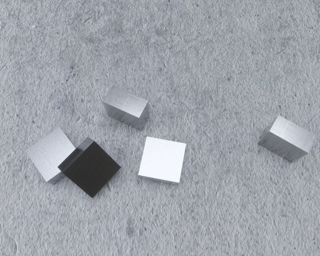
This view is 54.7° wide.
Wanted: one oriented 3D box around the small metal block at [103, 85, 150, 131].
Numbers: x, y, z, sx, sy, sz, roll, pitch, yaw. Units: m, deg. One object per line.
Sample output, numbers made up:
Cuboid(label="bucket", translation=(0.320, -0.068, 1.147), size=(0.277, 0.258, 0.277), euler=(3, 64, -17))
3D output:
Cuboid(label="small metal block", translation=(-0.042, -0.025, 0.403), size=(0.050, 0.050, 0.025), euler=(24, 72, 8))

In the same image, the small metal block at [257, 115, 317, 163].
Cuboid(label="small metal block", translation=(0.158, 0.015, 0.390), size=(0.050, 0.050, 0.025), euler=(31, 73, 10))

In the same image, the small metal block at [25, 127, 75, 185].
Cuboid(label="small metal block", translation=(-0.132, 0.036, 0.394), size=(0.050, 0.025, 0.050), euler=(-37, 74, -13))

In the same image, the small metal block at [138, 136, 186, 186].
Cuboid(label="small metal block", translation=(0.003, 0.042, 0.392), size=(0.050, 0.025, 0.050), euler=(10, 70, 3))

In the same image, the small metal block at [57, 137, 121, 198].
Cuboid(label="small metal block", translation=(-0.085, 0.048, 0.376), size=(0.050, 0.025, 0.050), euler=(-48, 119, -15))
